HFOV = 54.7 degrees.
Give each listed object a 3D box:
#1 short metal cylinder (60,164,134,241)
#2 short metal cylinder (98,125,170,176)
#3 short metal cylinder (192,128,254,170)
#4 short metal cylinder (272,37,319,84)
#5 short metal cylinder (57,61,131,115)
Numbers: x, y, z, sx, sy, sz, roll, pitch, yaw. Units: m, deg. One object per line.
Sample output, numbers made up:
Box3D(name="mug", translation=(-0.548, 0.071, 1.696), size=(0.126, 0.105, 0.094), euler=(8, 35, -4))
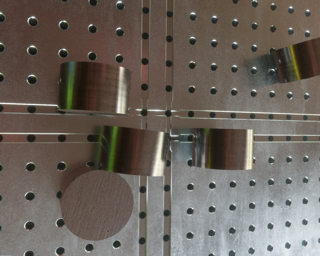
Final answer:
Box3D(name="short metal cylinder", translation=(-0.077, 0.086, 0.370), size=(0.081, 0.050, 0.079), euler=(0, 91, -19))
Box3D(name="short metal cylinder", translation=(-0.031, 0.027, 0.372), size=(0.081, 0.080, 0.050), euler=(8, 87, -20))
Box3D(name="short metal cylinder", translation=(0.083, 0.026, 0.414), size=(0.081, 0.080, 0.050), euler=(2, 90, -20))
Box3D(name="short metal cylinder", translation=(0.214, -0.101, 0.462), size=(0.081, 0.080, 0.050), euler=(-17, 96, -19))
Box3D(name="short metal cylinder", translation=(-0.074, -0.042, 0.356), size=(0.081, 0.080, 0.050), euler=(4, 89, -20))
